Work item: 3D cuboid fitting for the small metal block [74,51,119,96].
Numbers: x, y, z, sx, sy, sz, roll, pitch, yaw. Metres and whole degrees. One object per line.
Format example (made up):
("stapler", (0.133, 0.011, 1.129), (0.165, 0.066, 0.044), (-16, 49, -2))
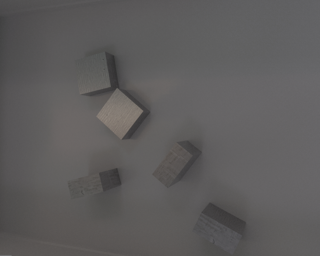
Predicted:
("small metal block", (-0.090, -0.076, 0.442), (0.050, 0.025, 0.050), (-11, 86, 19))

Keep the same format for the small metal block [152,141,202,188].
("small metal block", (0.023, 0.044, 0.389), (0.025, 0.050, 0.050), (39, 102, 16))

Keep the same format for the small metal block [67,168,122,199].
("small metal block", (-0.090, 0.076, 0.429), (0.050, 0.050, 0.025), (-17, 85, 19))

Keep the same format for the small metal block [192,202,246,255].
("small metal block", (0.072, 0.118, 0.372), (0.050, 0.050, 0.025), (26, 99, 18))

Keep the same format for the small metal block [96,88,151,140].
("small metal block", (-0.051, -0.019, 0.428), (0.050, 0.025, 0.050), (42, 103, 15))
